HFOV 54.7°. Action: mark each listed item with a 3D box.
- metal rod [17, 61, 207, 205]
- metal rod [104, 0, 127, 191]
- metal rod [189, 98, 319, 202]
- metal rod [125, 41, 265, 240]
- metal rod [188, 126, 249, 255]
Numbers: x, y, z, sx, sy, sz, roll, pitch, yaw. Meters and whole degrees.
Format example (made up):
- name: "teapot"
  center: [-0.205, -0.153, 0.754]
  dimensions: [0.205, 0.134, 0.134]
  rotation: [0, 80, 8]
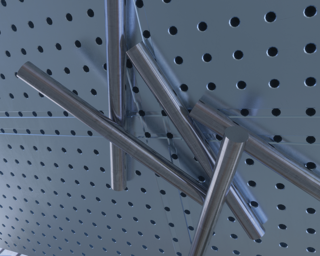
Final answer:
- name: "metal rod"
  center: [-0.053, 0.013, 0.415]
  dimensions: [0.301, 0.025, 0.025]
  rotation: [36, 129, -9]
- name: "metal rod"
  center: [-0.058, -0.031, 0.420]
  dimensions: [0.025, 0.025, 0.298]
  rotation: [16, 125, 18]
- name: "metal rod"
  center: [0.166, 0.058, 0.359]
  dimensions: [0.301, 0.025, 0.025]
  rotation: [34, 129, 5]
- name: "metal rod"
  center: [0.052, 0.025, 0.398]
  dimensions: [0.025, 0.025, 0.299]
  rotation: [-25, 105, 36]
- name: "metal rod"
  center: [0.068, 0.116, 0.419]
  dimensions: [0.025, 0.025, 0.298]
  rotation: [20, 134, 16]
